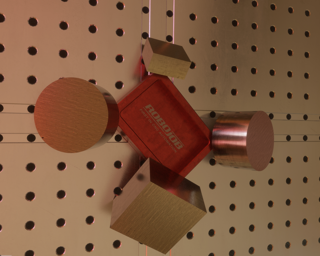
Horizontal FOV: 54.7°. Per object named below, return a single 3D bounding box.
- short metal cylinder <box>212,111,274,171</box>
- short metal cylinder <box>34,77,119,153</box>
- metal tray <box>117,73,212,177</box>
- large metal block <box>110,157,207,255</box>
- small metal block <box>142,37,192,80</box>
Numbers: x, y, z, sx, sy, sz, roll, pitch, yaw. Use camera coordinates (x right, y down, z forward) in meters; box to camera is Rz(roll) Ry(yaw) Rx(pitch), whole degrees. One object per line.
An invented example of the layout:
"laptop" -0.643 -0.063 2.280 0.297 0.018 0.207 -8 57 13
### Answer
"short metal cylinder" 0.115 0.017 0.425 0.081 0.050 0.079 -1 91 -46
"short metal cylinder" -0.091 -0.014 0.350 0.080 0.050 0.079 0 91 5
"metal tray" 0.004 0.001 0.411 0.090 0.030 0.130 -43 104 -15
"large metal block" -0.003 0.096 0.380 0.080 0.050 0.080 33 110 -18
"small metal block" 0.007 -0.090 0.399 0.050 0.050 0.025 10 125 -20
